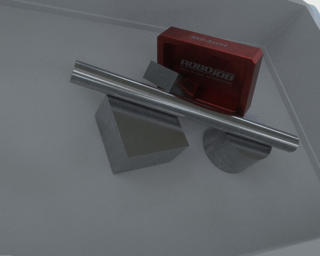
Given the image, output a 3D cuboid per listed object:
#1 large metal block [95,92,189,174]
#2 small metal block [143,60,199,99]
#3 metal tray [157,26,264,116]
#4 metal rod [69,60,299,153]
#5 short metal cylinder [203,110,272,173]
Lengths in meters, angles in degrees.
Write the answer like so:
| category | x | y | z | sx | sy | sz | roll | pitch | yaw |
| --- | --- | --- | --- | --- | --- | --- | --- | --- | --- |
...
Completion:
| category | x | y | z | sx | sy | sz | roll | pitch | yaw |
| --- | --- | --- | --- | --- | --- | --- | --- | --- | --- |
| large metal block | -0.024 | 0.003 | 0.375 | 0.081 | 0.050 | 0.080 | -8 | 66 | -32 |
| small metal block | 0.015 | -0.062 | 0.408 | 0.050 | 0.025 | 0.050 | 34 | 11 | 36 |
| metal tray | 0.059 | -0.073 | 0.409 | 0.130 | 0.089 | 0.030 | 22 | 46 | 22 |
| metal rod | 0.045 | -0.019 | 0.376 | 0.302 | 0.025 | 0.025 | 17 | 55 | -19 |
| short metal cylinder | 0.109 | 0.018 | 0.438 | 0.081 | 0.050 | 0.080 | 14 | 56 | -21 |
